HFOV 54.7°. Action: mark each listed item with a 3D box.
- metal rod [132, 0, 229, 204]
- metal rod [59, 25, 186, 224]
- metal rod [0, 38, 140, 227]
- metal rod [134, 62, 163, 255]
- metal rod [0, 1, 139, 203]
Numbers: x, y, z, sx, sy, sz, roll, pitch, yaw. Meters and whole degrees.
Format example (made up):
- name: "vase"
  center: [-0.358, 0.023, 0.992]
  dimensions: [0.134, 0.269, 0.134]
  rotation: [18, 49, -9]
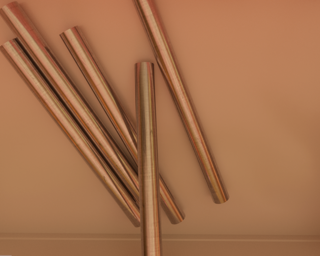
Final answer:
- name: "metal rod"
  center: [0.032, -0.028, 0.401]
  dimensions: [0.025, 0.025, 0.299]
  rotation: [-21, 109, 7]
- name: "metal rod"
  center: [-0.041, 0.009, 0.414]
  dimensions: [0.025, 0.025, 0.299]
  rotation: [-25, 108, 9]
- name: "metal rod"
  center: [-0.105, 0.018, 0.416]
  dimensions: [0.025, 0.025, 0.299]
  rotation: [-30, 108, 10]
- name: "metal rod"
  center: [-0.013, 0.070, 0.373]
  dimensions: [0.025, 0.025, 0.298]
  rotation: [-3, 86, 1]
- name: "metal rod"
  center: [-0.099, -0.020, 0.403]
  dimensions: [0.025, 0.025, 0.299]
  rotation: [-30, 108, 10]
